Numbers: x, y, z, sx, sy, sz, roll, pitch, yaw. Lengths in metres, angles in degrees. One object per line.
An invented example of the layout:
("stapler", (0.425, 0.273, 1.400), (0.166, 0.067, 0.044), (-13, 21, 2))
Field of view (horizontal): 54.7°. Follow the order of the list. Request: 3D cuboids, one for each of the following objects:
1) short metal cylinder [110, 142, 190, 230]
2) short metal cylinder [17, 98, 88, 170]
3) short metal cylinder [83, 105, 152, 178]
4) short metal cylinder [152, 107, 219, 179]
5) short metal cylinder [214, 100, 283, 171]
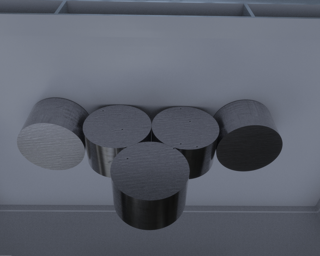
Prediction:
("short metal cylinder", (-0.011, 0.060, 0.331), (0.081, 0.080, 0.050), (1, 130, -1))
("short metal cylinder", (-0.132, 0.009, 0.396), (0.081, 0.050, 0.079), (0, 130, 0))
("short metal cylinder", (-0.051, 0.015, 0.383), (0.081, 0.080, 0.050), (1, 130, -1))
("short metal cylinder", (0.030, 0.017, 0.385), (0.081, 0.080, 0.050), (1, 130, -1))
("short metal cylinder", (0.110, 0.011, 0.401), (0.081, 0.050, 0.079), (0, 130, 0))
